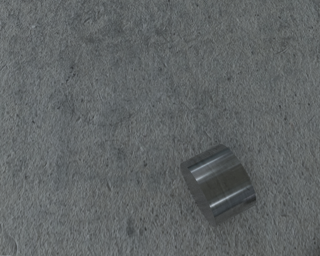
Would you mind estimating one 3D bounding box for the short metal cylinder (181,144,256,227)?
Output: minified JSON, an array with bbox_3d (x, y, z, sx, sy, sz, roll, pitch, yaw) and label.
[{"bbox_3d":[0.065,0.065,0.355,0.050,0.080,0.080,-26,72,-9],"label":"short metal cylinder"}]
